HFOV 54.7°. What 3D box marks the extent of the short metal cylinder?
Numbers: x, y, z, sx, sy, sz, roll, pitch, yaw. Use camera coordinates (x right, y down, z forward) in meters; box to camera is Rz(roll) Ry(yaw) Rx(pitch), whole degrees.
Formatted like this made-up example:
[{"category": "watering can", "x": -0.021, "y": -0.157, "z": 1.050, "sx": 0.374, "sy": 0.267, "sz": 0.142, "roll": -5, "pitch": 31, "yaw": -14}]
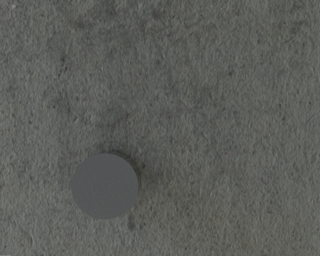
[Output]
[{"category": "short metal cylinder", "x": -0.066, "y": 0.070, "z": 0.397, "sx": 0.081, "sy": 0.050, "sz": 0.079, "roll": 0, "pitch": 90, "yaw": -1}]
